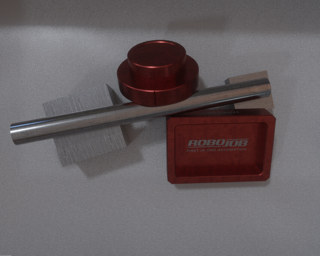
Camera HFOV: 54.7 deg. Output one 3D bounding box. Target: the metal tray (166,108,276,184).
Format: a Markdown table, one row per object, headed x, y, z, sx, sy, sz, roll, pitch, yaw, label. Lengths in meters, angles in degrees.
| x | y | z | sx | sy | sz | roll | pitch | yaw | label |
| --- | --- | --- | --- | --- | --- | --- | --- | --- | --- |
| 0.074 | 0.023 | 0.394 | 0.131 | 0.030 | 0.089 | -2 | 110 | -1 | metal tray |

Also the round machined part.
| x | y | z | sx | sy | sz | roll | pitch | yaw | label |
| --- | --- | --- | --- | --- | --- | --- | --- | --- | --- |
| -0.003 | -0.072 | 0.371 | 0.099 | 0.098 | 0.042 | -4 | 131 | -1 | round machined part |

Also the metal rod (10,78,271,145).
| x | y | z | sx | sy | sz | roll | pitch | yaw | label |
| --- | --- | --- | --- | --- | --- | --- | --- | --- | --- |
| -0.015 | -0.022 | 0.365 | 0.302 | 0.025 | 0.025 | -11 | 90 | -8 | metal rod |

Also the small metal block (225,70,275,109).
| x | y | z | sx | sy | sz | roll | pitch | yaw | label |
| --- | --- | --- | --- | --- | --- | --- | --- | --- | --- |
| 0.118 | -0.045 | 0.411 | 0.050 | 0.025 | 0.050 | -11 | 90 | -1 | small metal block |

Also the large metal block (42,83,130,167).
| x | y | z | sx | sy | sz | roll | pitch | yaw | label |
| --- | --- | --- | --- | --- | --- | --- | --- | --- | --- |
| -0.091 | -0.004 | 0.395 | 0.080 | 0.050 | 0.080 | -18 | 90 | -1 | large metal block |
